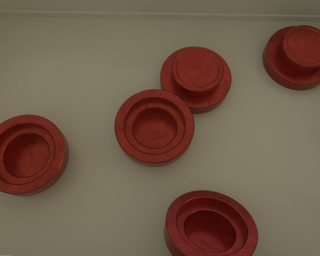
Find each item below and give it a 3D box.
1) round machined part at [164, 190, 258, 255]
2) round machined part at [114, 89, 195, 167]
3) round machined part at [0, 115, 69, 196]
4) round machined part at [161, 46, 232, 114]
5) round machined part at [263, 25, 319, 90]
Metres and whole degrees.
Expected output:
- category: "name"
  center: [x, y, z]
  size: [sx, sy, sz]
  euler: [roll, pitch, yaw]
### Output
- category: "round machined part"
  center: [0.053, 0.119, 0.341]
  size: [0.099, 0.042, 0.098]
  euler: [5, 34, -3]
- category: "round machined part"
  center: [-0.007, 0.003, 0.400]
  size: [0.099, 0.042, 0.098]
  euler: [0, 70, -1]
- category: "round machined part"
  center: [-0.163, 0.036, 0.386]
  size: [0.099, 0.042, 0.098]
  euler: [0, 70, -1]
- category: "round machined part"
  center: [0.050, -0.072, 0.428]
  size: [0.099, 0.042, 0.098]
  euler: [0, 70, -1]
- category: "round machined part"
  center: [0.202, -0.107, 0.442]
  size: [0.099, 0.042, 0.098]
  euler: [0, 70, -1]
